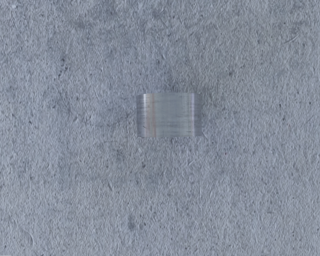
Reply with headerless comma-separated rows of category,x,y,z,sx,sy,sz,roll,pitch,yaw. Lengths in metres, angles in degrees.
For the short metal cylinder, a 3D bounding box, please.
short metal cylinder,0.011,-0.015,0.384,0.081,0.080,0.050,-1,90,-1
